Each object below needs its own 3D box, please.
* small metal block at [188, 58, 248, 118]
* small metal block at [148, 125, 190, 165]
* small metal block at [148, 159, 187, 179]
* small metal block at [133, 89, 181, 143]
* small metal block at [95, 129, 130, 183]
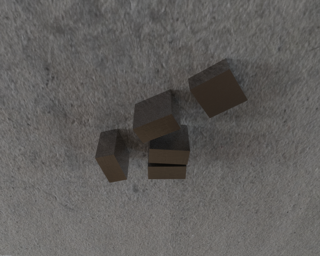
[{"bbox_3d":[0.069,-0.046,0.369,0.050,0.025,0.050,-27,126,20],"label":"small metal block"},{"bbox_3d":[0.011,0.020,0.408,0.050,0.050,0.025,3,130,-4],"label":"small metal block"},{"bbox_3d":[0.009,0.043,0.428,0.050,0.050,0.025,0,130,-1],"label":"small metal block"},{"bbox_3d":[-0.004,-0.015,0.378,0.050,0.050,0.025,-21,127,16],"label":"small metal block"},{"bbox_3d":[-0.063,0.038,0.422,0.025,0.050,0.050,-12,129,10],"label":"small metal block"}]
